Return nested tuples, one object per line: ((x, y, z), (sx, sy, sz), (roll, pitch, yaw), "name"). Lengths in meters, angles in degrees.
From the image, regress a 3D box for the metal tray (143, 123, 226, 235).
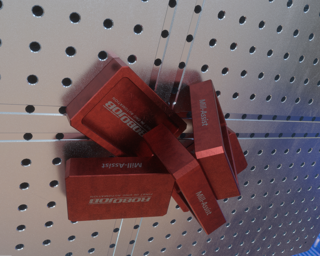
((0.032, 0.065, 0.388), (0.030, 0.090, 0.130), (-34, 129, -7), "metal tray")

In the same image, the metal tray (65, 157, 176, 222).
((-0.051, 0.079, 0.399), (0.131, 0.030, 0.089), (0, 130, -12), "metal tray")

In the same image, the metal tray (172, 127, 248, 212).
((0.068, 0.064, 0.486), (0.130, 0.030, 0.090), (-36, 129, -5), "metal tray")

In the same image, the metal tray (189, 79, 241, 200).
((0.068, 0.012, 0.390), (0.030, 0.130, 0.090), (-16, 131, 15), "metal tray")

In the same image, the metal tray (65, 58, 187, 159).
((-0.037, -0.011, 0.382), (0.090, 0.030, 0.130), (-46, 130, 3), "metal tray")
